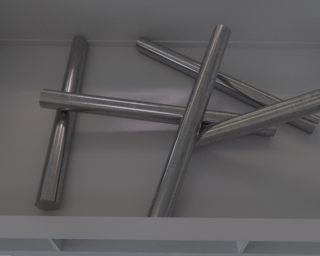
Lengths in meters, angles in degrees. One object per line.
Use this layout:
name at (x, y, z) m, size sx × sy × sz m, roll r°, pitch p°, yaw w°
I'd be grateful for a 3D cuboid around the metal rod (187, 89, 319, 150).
metal rod at (0.166, -0.027, 0.345) m, size 0.300 × 0.025 × 0.025 m, roll -19°, pitch 48°, yaw 18°

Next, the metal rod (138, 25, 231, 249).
metal rod at (0.039, -0.010, 0.373) m, size 0.025 × 0.025 × 0.300 m, roll 15°, pitch 64°, yaw 12°

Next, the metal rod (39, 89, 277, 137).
metal rod at (-0.001, -0.019, 0.403) m, size 0.302 × 0.025 × 0.025 m, roll 7°, pitch 50°, yaw -2°

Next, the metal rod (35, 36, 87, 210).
metal rod at (-0.129, -0.031, 0.430) m, size 0.025 × 0.025 × 0.300 m, roll -2°, pitch 50°, yaw -2°

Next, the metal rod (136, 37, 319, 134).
metal rod at (0.087, -0.073, 0.466) m, size 0.300 × 0.025 × 0.025 m, roll 30°, pitch 56°, yaw 23°
